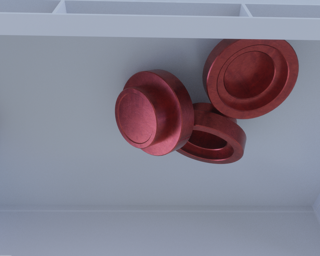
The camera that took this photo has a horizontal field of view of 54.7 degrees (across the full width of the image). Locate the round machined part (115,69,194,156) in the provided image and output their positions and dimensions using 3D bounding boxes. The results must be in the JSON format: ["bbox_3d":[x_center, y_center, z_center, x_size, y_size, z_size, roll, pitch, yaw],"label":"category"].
[{"bbox_3d":[-0.013,-0.015,0.348,0.042,0.098,0.097,-19,146,-44],"label":"round machined part"}]

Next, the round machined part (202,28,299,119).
[{"bbox_3d":[0.095,-0.061,0.341,0.099,0.042,0.097,-4,124,-5],"label":"round machined part"}]

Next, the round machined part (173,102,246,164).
[{"bbox_3d":[0.058,0.004,0.386,0.098,0.042,0.098,15,154,8],"label":"round machined part"}]
